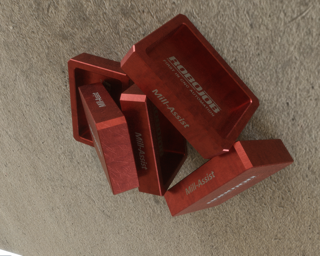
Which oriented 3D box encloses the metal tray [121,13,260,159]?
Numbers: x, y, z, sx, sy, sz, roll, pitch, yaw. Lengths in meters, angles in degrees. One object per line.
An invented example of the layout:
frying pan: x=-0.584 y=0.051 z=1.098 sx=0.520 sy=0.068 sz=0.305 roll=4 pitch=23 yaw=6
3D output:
metal tray: x=0.035 y=-0.044 z=0.317 sx=0.130 sy=0.090 sz=0.030 roll=47 pitch=143 yaw=-6

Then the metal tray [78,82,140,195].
metal tray: x=-0.064 y=0.007 z=0.371 sx=0.130 sy=0.030 sz=0.089 roll=-131 pitch=29 yaw=-57

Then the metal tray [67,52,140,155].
metal tray: x=-0.077 y=-0.029 z=0.426 sx=0.090 sy=0.030 sz=0.129 roll=18 pitch=126 yaw=17

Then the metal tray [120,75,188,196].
metal tray: x=-0.001 y=0.003 z=0.368 sx=0.030 sy=0.090 sz=0.129 roll=6 pitch=122 yaw=25

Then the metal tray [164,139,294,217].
metal tray: x=0.076 y=0.059 z=0.362 sx=0.129 sy=0.091 sz=0.030 roll=-44 pitch=58 yaw=39
